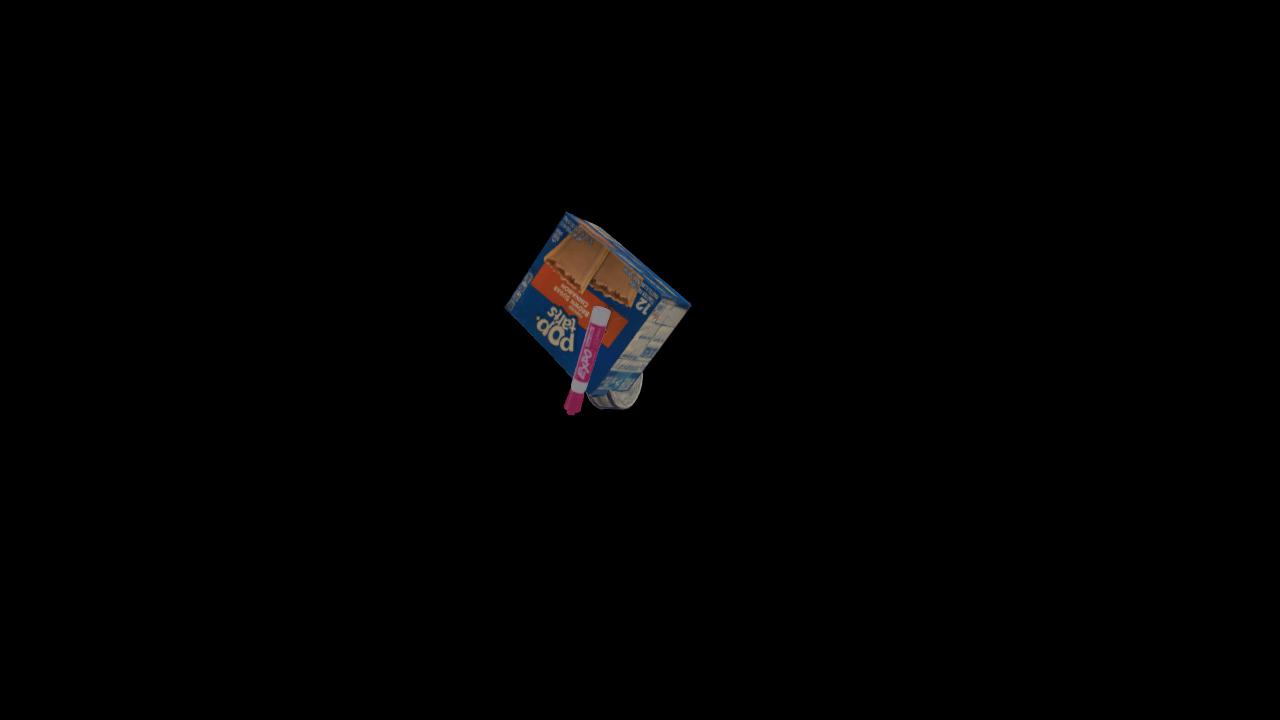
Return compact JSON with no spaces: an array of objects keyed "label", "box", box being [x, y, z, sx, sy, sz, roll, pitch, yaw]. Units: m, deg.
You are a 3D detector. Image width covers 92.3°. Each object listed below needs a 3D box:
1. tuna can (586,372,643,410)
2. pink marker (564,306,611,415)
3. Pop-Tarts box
[{"label":"tuna can","box":[-0.030,0.018,0.733,0.034,0.084,0.084,2,1,31]},{"label":"pink marker","box":[-0.056,0.003,0.639,0.020,0.121,0.020,17,17,-5]},{"label":"Pop-Tarts box","box":[-0.052,-0.063,0.719,0.167,0.141,0.083,44,17,25]}]
